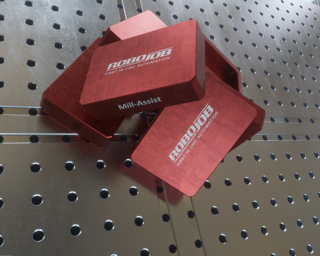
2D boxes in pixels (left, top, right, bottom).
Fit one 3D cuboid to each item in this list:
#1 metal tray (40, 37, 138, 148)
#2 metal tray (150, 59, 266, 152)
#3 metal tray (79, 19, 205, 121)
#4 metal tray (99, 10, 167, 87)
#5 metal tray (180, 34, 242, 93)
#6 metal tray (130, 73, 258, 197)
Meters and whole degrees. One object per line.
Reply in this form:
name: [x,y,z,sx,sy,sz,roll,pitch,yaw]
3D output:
metal tray: [-0.075,-0.049,0.394,0.090,0.030,0.130,34,51,-7]
metal tray: [0.059,-0.024,0.411,0.130,0.090,0.030,33,51,-7]
metal tray: [-0.018,-0.062,0.339,0.030,0.130,0.090,54,33,-49]
metal tray: [-0.016,-0.116,0.443,0.090,0.030,0.131,42,37,-4]
metal tray: [0.076,-0.080,0.463,0.130,0.030,0.090,32,48,-36]
metal tray: [0.037,0.005,0.363,0.090,0.130,0.030,34,13,-6]
